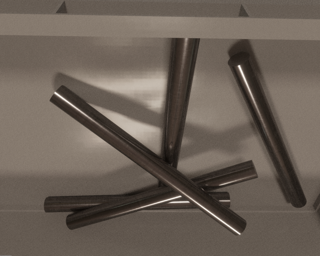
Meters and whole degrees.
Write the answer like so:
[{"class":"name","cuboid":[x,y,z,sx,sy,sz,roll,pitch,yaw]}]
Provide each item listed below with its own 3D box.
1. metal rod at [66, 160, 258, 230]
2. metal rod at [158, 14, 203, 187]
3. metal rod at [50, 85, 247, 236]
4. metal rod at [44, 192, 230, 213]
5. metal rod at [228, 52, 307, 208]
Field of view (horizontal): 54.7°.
[{"class":"metal rod","cuboid":[-0.008,0.103,0.457,0.301,0.025,0.025,-20,128,17]},{"class":"metal rod","cuboid":[0.016,0.004,0.377,0.025,0.025,0.298,2,141,-2]},{"class":"metal rod","cuboid":[-0.007,0.048,0.400,0.301,0.025,0.025,37,122,-10]},{"class":"metal rod","cuboid":[-0.037,0.123,0.513,0.302,0.025,0.025,-2,130,1]},{"class":"metal rod","cuboid":[0.159,0.023,0.430,0.025,0.025,0.300,-23,127,18]}]
